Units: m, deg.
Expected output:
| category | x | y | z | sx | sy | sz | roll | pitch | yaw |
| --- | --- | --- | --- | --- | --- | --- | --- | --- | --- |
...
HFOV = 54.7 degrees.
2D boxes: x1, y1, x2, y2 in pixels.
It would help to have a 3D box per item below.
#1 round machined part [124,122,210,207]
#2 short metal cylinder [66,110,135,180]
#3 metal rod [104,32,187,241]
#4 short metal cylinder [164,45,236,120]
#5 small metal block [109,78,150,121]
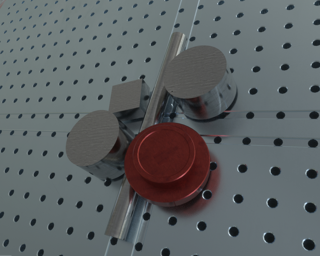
| category | x | y | z | sx | sy | sz | roll | pitch | yaw |
| --- | --- | --- | --- | --- | --- | --- | --- | --- | --- |
| round machined part | 0.007 | 0.036 | 0.351 | 0.098 | 0.042 | 0.098 | -4 | 62 | 8 |
| short metal cylinder | -0.076 | 0.023 | 0.413 | 0.080 | 0.050 | 0.080 | -13 | 56 | 21 |
| metal rod | -0.011 | -0.006 | 0.413 | 0.025 | 0.025 | 0.300 | 3 | 63 | 29 |
| short metal cylinder | 0.051 | -0.058 | 0.395 | 0.080 | 0.050 | 0.080 | -13 | 56 | 21 |
| small metal block | -0.044 | -0.040 | 0.450 | 0.050 | 0.025 | 0.050 | -10 | 57 | 22 |
